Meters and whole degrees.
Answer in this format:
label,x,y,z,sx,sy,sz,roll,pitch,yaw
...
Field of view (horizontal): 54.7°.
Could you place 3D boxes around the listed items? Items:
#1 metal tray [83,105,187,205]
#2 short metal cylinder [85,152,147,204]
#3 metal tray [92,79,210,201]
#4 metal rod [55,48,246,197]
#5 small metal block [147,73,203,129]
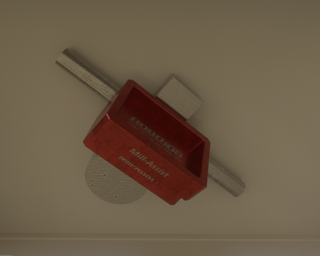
label,x,y,z,sx,sy,sz,roll,pitch,yaw
metal tray,-0.025,0.029,0.386,0.130,0.090,0.030,37,106,-13
short metal cylinder,-0.052,0.053,0.409,0.080,0.050,0.079,2,117,4
metal tray,-0.002,0.011,0.352,0.130,0.090,0.030,37,123,-13
metal rod,-0.003,0.000,0.411,0.301,0.025,0.025,37,106,-13
small metal block,0.019,-0.033,0.398,0.050,0.025,0.050,39,105,-14
